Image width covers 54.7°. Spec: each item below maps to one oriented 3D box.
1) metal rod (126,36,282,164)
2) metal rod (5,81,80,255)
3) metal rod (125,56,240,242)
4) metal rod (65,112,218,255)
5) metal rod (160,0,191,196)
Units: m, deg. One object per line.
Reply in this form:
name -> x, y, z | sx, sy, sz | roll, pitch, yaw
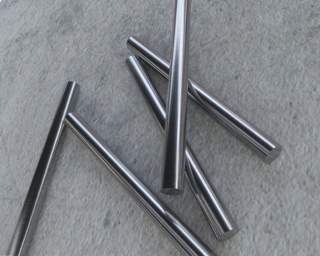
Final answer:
metal rod -> 0.037, -0.056, 0.417 | 0.025, 0.025, 0.300 | -43, 51, -2
metal rod -> -0.168, 0.060, 0.452 | 0.025, 0.025, 0.299 | -5, 59, 25
metal rod -> 0.012, 0.001, 0.395 | 0.025, 0.025, 0.300 | -33, 52, 6
metal rod -> -0.044, 0.059, 0.389 | 0.025, 0.025, 0.300 | -47, 52, -5
metal rod -> 0.024, -0.063, 0.395 | 0.025, 0.025, 0.299 | -9, 58, 23
